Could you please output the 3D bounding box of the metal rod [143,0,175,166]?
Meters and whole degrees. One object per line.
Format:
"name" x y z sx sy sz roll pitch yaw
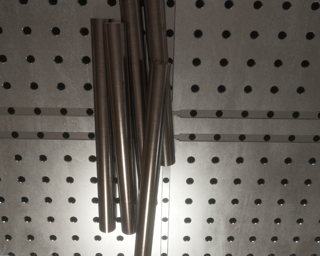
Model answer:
"metal rod" -0.003 -0.092 0.379 0.025 0.025 0.298 -4 110 1

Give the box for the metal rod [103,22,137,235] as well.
"metal rod" -0.048 0.017 0.408 0.025 0.025 0.298 -1 114 0

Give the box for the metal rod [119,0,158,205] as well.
"metal rod" -0.026 -0.028 0.402 0.025 0.025 0.298 -4 110 1

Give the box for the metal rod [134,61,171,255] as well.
"metal rod" -0.013 0.064 0.409 0.025 0.025 0.298 5 110 -2

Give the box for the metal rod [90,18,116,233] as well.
"metal rod" -0.074 0.011 0.416 0.025 0.025 0.298 2 110 -1
